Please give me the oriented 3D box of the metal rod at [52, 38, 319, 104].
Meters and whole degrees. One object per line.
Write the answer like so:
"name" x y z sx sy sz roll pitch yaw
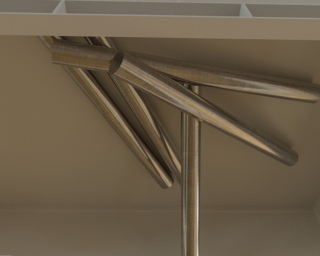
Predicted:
"metal rod" 0.042 -0.058 0.339 0.302 0.025 0.025 6 130 -14

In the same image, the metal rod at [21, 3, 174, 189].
"metal rod" -0.058 -0.017 0.393 0.025 0.025 0.299 -22 127 17

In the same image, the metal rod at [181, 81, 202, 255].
"metal rod" 0.040 0.087 0.404 0.025 0.025 0.298 -1 105 0

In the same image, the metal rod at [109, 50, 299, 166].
"metal rod" 0.075 -0.008 0.367 0.302 0.025 0.025 24 127 -33

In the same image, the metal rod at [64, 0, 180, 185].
"metal rod" -0.021 -0.022 0.390 0.025 0.025 0.299 -19 128 15
